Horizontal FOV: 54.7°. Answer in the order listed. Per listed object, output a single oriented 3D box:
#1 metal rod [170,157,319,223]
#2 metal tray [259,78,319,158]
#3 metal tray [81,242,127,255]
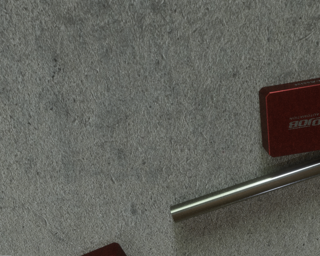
[{"bbox_3d":[0.160,0.077,0.440,0.301,0.025,0.025,-20,109,6],"label":"metal rod"},{"bbox_3d":[0.201,-0.017,0.404,0.131,0.030,0.089,-10,110,3],"label":"metal tray"},{"bbox_3d":[-0.080,0.255,0.500,0.090,0.030,0.130,-25,109,8],"label":"metal tray"}]
